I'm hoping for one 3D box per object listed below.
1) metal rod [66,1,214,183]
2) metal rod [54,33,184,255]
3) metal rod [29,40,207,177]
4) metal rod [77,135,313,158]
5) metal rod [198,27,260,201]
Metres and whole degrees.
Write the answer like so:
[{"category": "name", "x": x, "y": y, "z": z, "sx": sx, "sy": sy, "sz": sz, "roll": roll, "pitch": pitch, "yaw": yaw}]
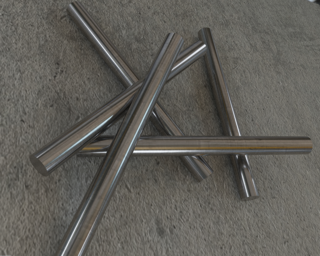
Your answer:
[{"category": "metal rod", "x": -0.032, "y": -0.054, "z": 0.419, "sx": 0.025, "sy": 0.025, "sz": 0.300, "roll": -31, "pitch": 79, "yaw": -38}, {"category": "metal rod", "x": -0.037, "y": 0.013, "z": 0.332, "sx": 0.025, "sy": 0.025, "sz": 0.300, "roll": 29, "pitch": 65, "yaw": -10}, {"category": "metal rod", "x": -0.026, "y": -0.044, "z": 0.382, "sx": 0.025, "sy": 0.025, "sz": 0.302, "roll": 45, "pitch": 51, "yaw": 3}, {"category": "metal rod", "x": 0.054, "y": 0.022, "z": 0.383, "sx": 0.302, "sy": 0.025, "sz": 0.025, "roll": 1, "pitch": 61, "yaw": -15}, {"category": "metal rod", "x": 0.099, "y": -0.038, "z": 0.479, "sx": 0.025, "sy": 0.025, "sz": 0.299, "roll": 6, "pitch": 59, "yaw": -26}]
